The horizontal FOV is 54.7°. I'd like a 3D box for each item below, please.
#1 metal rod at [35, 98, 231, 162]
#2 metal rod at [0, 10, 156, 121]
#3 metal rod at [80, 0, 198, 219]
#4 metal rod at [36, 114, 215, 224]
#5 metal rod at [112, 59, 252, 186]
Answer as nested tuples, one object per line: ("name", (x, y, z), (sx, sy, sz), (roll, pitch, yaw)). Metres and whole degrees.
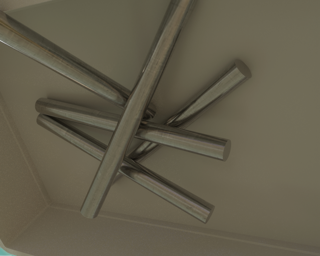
("metal rod", (-0.055, -0.005, 0.410), (0.300, 0.025, 0.025), (13, 124, 29))
("metal rod", (-0.114, -0.075, 0.309), (0.025, 0.025, 0.301), (-22, 144, 36))
("metal rod", (-0.034, -0.011, 0.366), (0.025, 0.025, 0.298), (30, 112, 9))
("metal rod", (-0.063, 0.046, 0.438), (0.300, 0.025, 0.025), (26, 128, 23))
("metal rod", (-0.002, 0.014, 0.416), (0.025, 0.025, 0.299), (46, 129, -4))
